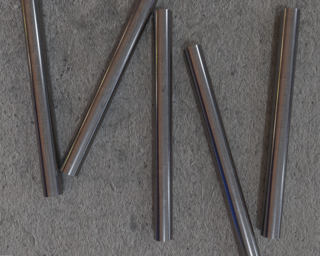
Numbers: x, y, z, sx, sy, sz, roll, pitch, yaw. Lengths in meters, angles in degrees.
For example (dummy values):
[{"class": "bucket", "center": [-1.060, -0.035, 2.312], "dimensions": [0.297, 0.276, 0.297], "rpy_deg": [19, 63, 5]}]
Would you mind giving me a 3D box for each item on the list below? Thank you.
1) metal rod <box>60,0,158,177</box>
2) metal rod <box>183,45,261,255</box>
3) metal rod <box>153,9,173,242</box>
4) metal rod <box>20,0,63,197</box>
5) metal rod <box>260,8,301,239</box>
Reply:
[{"class": "metal rod", "center": [-0.058, -0.077, 0.409], "dimensions": [0.025, 0.025, 0.299], "rpy_deg": [24, 90, 0]}, {"class": "metal rod", "center": [0.083, 0.038, 0.410], "dimensions": [0.025, 0.025, 0.298], "rpy_deg": [-16, 90, 0]}, {"class": "metal rod", "center": [0.004, -0.004, 0.409], "dimensions": [0.025, 0.025, 0.298], "rpy_deg": [0, 90, 0]}, {"class": "metal rod", "center": [-0.158, -0.060, 0.408], "dimensions": [0.025, 0.025, 0.298], "rpy_deg": [-7, 90, 0]}, {"class": "metal rod", "center": [0.159, -0.006, 0.410], "dimensions": [0.025, 0.025, 0.298], "rpy_deg": [5, 90, 0]}]
